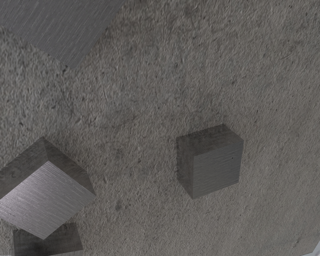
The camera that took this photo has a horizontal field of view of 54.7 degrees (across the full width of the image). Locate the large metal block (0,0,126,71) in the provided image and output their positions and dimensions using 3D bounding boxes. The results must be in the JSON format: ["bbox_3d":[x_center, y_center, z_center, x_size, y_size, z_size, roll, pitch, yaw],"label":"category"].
[{"bbox_3d":[-0.090,-0.111,0.272,0.080,0.050,0.080,31,101,-38],"label":"large metal block"}]

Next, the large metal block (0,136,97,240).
[{"bbox_3d":[-0.136,0.071,0.360,0.080,0.050,0.080,-40,129,-1],"label":"large metal block"}]

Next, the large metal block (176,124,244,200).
[{"bbox_3d":[0.072,0.049,0.460,0.081,0.050,0.079,-16,125,-20],"label":"large metal block"}]

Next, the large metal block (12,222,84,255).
[{"bbox_3d":[-0.155,0.180,0.417,0.081,0.050,0.079,1,118,-29],"label":"large metal block"}]
